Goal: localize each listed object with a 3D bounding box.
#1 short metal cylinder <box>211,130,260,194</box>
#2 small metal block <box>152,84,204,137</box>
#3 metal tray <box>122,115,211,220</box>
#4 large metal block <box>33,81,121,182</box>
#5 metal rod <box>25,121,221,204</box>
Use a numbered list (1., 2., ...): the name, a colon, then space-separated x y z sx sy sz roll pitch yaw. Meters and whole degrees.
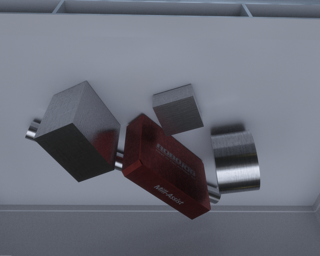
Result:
1. short metal cylinder: 0.098 0.045 0.411 0.050 0.080 0.080 -8 130 8
2. small metal block: 0.023 -0.021 0.388 0.050 0.025 0.050 -16 129 12
3. metal tray: 0.011 0.052 0.408 0.030 0.090 0.130 -36 122 26
4. large metal block: -0.093 0.004 0.373 0.050 0.080 0.080 -21 127 16
5. metal rod: -0.040 0.056 0.455 0.302 0.025 0.025 22 126 -19
